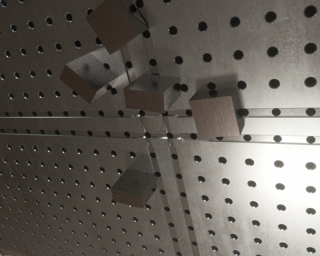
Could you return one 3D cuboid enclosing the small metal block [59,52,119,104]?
[{"bbox_3d":[-0.091,-0.065,0.401,0.050,0.050,0.025,40,129,0],"label":"small metal block"}]

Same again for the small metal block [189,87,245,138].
[{"bbox_3d":[0.067,-0.017,0.364,0.050,0.025,0.050,-4,116,30],"label":"small metal block"}]

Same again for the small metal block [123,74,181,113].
[{"bbox_3d":[-0.008,-0.043,0.372,0.050,0.050,0.025,10,122,23],"label":"small metal block"}]

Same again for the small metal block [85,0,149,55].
[{"bbox_3d":[-0.050,-0.122,0.361,0.050,0.025,0.050,-24,106,36],"label":"small metal block"}]

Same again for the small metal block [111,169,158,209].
[{"bbox_3d":[-0.038,0.091,0.470,0.050,0.050,0.025,8,122,23],"label":"small metal block"}]
